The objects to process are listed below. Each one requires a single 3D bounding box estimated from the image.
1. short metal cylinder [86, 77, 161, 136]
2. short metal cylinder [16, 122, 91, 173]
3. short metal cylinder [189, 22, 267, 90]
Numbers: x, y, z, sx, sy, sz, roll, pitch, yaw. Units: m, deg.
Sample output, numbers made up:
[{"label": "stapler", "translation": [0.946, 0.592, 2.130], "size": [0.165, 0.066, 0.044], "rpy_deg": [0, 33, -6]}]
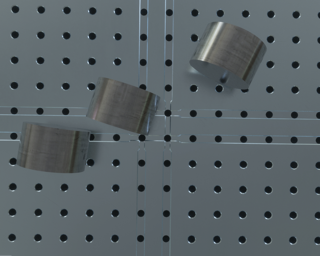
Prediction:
[{"label": "short metal cylinder", "translation": [-0.045, -0.026, 0.385], "size": [0.080, 0.080, 0.050], "rpy_deg": [18, 90, -1]}, {"label": "short metal cylinder", "translation": [-0.131, 0.023, 0.384], "size": [0.081, 0.080, 0.050], "rpy_deg": [9, 90, -1]}, {"label": "short metal cylinder", "translation": [0.084, -0.089, 0.387], "size": [0.080, 0.080, 0.050], "rpy_deg": [26, 90, -1]}]
